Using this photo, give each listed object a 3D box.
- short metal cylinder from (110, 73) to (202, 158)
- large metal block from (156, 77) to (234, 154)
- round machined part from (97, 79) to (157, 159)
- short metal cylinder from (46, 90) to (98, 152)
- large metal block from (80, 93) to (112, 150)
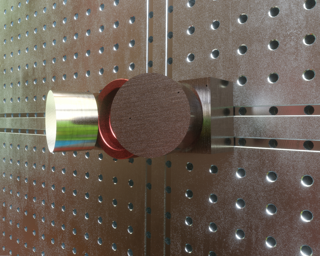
[{"bbox_3d":[-0.002,-0.012,0.313,0.080,0.050,0.080,0,90,20],"label":"short metal cylinder"},{"bbox_3d":[0.037,-0.013,0.362,0.080,0.050,0.080,-1,90,40],"label":"large metal block"},{"bbox_3d":[-0.036,-0.011,0.390,0.098,0.042,0.097,0,90,40],"label":"round machined part"},{"bbox_3d":[-0.118,-0.009,0.409,0.080,0.050,0.079,4,94,61],"label":"short metal cylinder"},{"bbox_3d":[-0.077,-0.010,0.457,0.080,0.050,0.080,1,91,40],"label":"large metal block"}]
